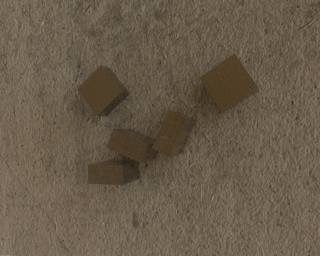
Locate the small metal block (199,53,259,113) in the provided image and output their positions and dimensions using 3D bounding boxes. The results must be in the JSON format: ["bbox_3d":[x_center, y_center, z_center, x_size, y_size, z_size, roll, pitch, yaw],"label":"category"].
[{"bbox_3d":[0.085,-0.054,0.379,0.050,0.025,0.050,-34,79,16],"label":"small metal block"}]

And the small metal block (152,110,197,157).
[{"bbox_3d":[0.019,0.007,0.389,0.025,0.050,0.050,27,99,18],"label":"small metal block"}]

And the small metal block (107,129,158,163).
[{"bbox_3d":[-0.032,0.022,0.407,0.050,0.050,0.025,23,98,18],"label":"small metal block"}]

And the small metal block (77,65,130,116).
[{"bbox_3d":[-0.080,-0.052,0.437,0.050,0.025,0.050,-42,77,15],"label":"small metal block"}]

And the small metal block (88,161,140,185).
[{"bbox_3d":[-0.061,0.059,0.417,0.050,0.050,0.025,-2,90,20],"label":"small metal block"}]
